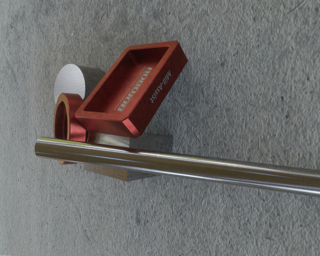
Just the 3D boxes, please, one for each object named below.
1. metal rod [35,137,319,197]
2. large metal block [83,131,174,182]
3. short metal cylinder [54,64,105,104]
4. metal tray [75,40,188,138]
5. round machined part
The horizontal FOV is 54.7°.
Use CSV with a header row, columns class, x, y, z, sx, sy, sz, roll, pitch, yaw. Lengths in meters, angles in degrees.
class,x,y,z,sx,sy,sz,roll,pitch,yaw
metal rod,0.006,0.037,0.323,0.301,0.025,0.025,6,94,15
large metal block,-0.040,0.032,0.401,0.080,0.081,0.050,6,94,39
short metal cylinder,-0.122,-0.057,0.488,0.080,0.050,0.079,0,90,39
metal tray,-0.033,-0.051,0.379,0.090,0.030,0.130,6,54,39
round machined part,-0.117,0.001,0.431,0.098,0.042,0.097,-3,86,60
